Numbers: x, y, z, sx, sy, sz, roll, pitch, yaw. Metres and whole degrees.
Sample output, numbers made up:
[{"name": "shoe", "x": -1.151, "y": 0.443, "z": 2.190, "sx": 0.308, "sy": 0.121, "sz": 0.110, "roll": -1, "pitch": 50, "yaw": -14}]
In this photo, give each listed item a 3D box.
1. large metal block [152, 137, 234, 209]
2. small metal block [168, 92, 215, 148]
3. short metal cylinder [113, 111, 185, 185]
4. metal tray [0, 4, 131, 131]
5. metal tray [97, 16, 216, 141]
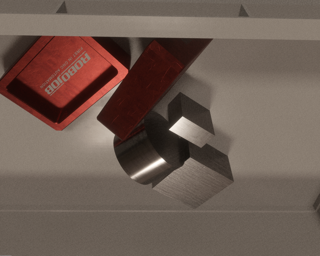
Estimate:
[{"name": "large metal block", "x": 0.045, "y": 0.063, "z": 0.448, "sx": 0.080, "sy": 0.050, "sz": 0.080, "roll": 30, "pitch": 124, "yaw": -24}, {"name": "small metal block", "x": 0.038, "y": -0.010, "z": 0.385, "sx": 0.050, "sy": 0.050, "sz": 0.025, "roll": 29, "pitch": 124, "yaw": -23}, {"name": "short metal cylinder", "x": -0.012, "y": 0.025, "z": 0.394, "sx": 0.050, "sy": 0.080, "sz": 0.080, "roll": -33, "pitch": 123, "yaw": 24}, {"name": "metal tray", "x": -0.109, "y": -0.061, "z": 0.351, "sx": 0.130, "sy": 0.030, "sz": 0.090, "roll": -35, "pitch": 123, "yaw": 25}, {"name": "metal tray", "x": 0.002, "y": -0.052, "z": 0.294, "sx": 0.030, "sy": 0.131, "sz": 0.090, "roll": 41, "pitch": 124, "yaw": -2}]
